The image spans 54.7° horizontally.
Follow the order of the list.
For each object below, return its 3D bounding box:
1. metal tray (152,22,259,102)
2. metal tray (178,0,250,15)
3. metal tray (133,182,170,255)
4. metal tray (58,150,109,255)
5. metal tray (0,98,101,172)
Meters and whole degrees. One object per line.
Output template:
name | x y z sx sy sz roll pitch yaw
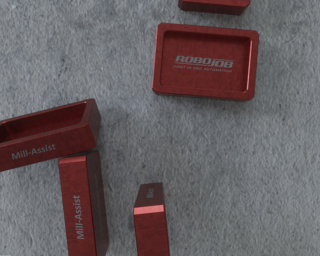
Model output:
metal tray | 0.058 -0.085 0.408 0.131 0.030 0.089 5 90 -1
metal tray | 0.075 -0.221 0.408 0.091 0.030 0.129 5 90 -1
metal tray | -0.007 0.119 0.358 0.030 0.130 0.089 -6 90 0
metal tray | -0.089 0.096 0.375 0.030 0.090 0.129 -6 90 -2
metal tray | -0.141 0.007 0.373 0.131 0.090 0.030 -14 115 -1
